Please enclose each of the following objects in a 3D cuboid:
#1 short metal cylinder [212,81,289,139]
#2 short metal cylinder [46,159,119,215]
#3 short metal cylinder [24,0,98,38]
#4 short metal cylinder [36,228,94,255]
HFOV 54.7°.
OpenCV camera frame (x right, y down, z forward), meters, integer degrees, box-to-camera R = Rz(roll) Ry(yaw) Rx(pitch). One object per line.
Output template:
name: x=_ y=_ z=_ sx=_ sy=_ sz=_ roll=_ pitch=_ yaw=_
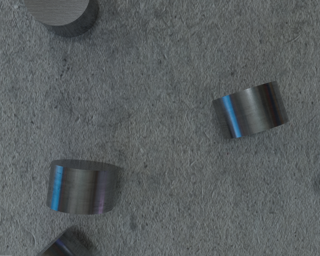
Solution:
short metal cylinder: x=0.111 y=-0.022 z=0.383 sx=0.080 sy=0.080 sz=0.050 roll=-17 pitch=90 yaw=0
short metal cylinder: x=-0.095 y=0.070 z=0.382 sx=0.080 sy=0.080 sz=0.050 roll=7 pitch=90 yaw=0
short metal cylinder: x=-0.124 y=-0.163 z=0.396 sx=0.081 sy=0.050 sz=0.080 roll=0 pitch=90 yaw=0
short metal cylinder: x=-0.129 y=0.171 z=0.381 sx=0.080 sy=0.080 sz=0.050 roll=-42 pitch=90 yaw=0
